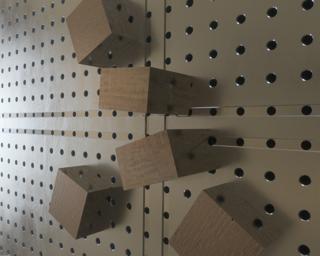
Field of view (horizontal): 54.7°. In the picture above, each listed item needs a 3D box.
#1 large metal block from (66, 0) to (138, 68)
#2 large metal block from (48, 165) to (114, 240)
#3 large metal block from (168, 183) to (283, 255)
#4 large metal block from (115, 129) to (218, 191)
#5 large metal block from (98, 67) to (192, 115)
[{"bbox_3d":[-0.089,-0.147,0.464,0.080,0.050,0.080,-29,72,36],"label":"large metal block"},{"bbox_3d":[-0.127,0.115,0.495,0.080,0.050,0.079,26,107,36],"label":"large metal block"},{"bbox_3d":[0.068,0.120,0.336,0.080,0.050,0.079,42,115,31],"label":"large metal block"},{"bbox_3d":[0.008,0.036,0.365,0.080,0.081,0.050,-21,77,38],"label":"large metal block"},{"bbox_3d":[-0.018,-0.045,0.386,0.080,0.081,0.050,7,95,39],"label":"large metal block"}]
